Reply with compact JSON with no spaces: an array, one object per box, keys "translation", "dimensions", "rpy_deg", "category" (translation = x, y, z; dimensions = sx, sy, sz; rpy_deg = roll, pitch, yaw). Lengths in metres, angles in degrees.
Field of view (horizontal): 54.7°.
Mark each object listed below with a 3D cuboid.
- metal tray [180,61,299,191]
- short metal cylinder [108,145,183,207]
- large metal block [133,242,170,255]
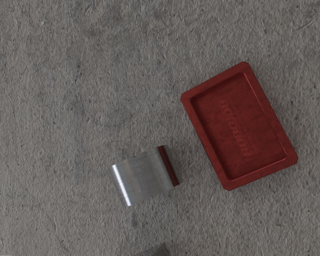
[{"translation":[0.093,-0.002,0.373],"dimensions":[0.090,0.030,0.130],"rpy_deg":[-27,81,17],"category":"metal tray"},{"translation":[-0.018,0.059,0.386],"dimensions":[0.080,0.080,0.050],"rpy_deg":[-25,82,18],"category":"short metal cylinder"},{"translation":[-0.018,0.209,0.402],"dimensions":[0.080,0.050,0.080],"rpy_deg":[-30,80,17],"category":"large metal block"}]
